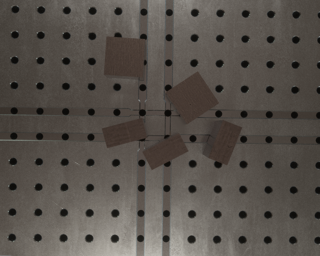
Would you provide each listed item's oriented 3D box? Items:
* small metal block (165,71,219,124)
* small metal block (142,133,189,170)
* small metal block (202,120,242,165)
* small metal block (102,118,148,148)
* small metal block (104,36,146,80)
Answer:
[{"bbox_3d":[0.042,-0.039,0.414,0.050,0.025,0.050,-34,90,0],"label":"small metal block"},{"bbox_3d":[0.007,0.029,0.401,0.050,0.050,0.025,-27,90,0],"label":"small metal block"},{"bbox_3d":[0.079,0.018,0.402,0.025,0.050,0.050,22,90,0],"label":"small metal block"},{"bbox_3d":[-0.043,0.006,0.400,0.050,0.050,0.025,-15,90,0],"label":"small metal block"},{"bbox_3d":[-0.046,-0.092,0.413,0.050,0.025,0.050,4,90,-1],"label":"small metal block"}]
